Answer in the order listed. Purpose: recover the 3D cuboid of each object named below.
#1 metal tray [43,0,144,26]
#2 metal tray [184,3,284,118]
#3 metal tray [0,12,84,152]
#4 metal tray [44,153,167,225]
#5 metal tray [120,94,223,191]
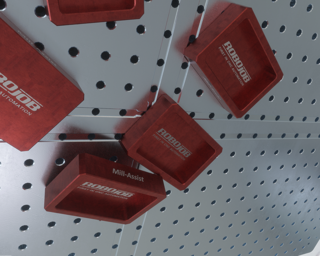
[{"bbox_3d":[-0.062,-0.162,0.272,0.091,0.030,0.129,-13,124,-21],"label":"metal tray"},{"bbox_3d":[0.102,-0.083,0.411,0.090,0.030,0.130,-44,129,2],"label":"metal tray"},{"bbox_3d":[-0.150,-0.046,0.297,0.090,0.030,0.130,-43,129,1],"label":"metal tray"},{"bbox_3d":[-0.068,0.084,0.401,0.131,0.030,0.090,24,127,-37],"label":"metal tray"},{"bbox_3d":[0.020,0.025,0.433,0.090,0.030,0.130,-46,129,4],"label":"metal tray"}]
